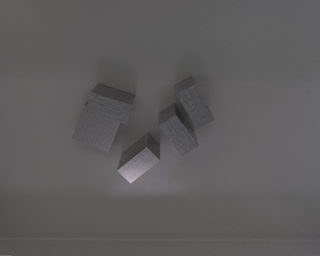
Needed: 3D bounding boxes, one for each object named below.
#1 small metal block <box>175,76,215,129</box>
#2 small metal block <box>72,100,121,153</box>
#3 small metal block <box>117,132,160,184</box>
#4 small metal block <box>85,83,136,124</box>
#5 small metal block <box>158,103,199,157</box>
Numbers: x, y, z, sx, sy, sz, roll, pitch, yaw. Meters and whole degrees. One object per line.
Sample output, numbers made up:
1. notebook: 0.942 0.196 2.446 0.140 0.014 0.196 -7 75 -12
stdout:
1. small metal block: 0.042 -0.033 0.386 0.025 0.050 0.050 -28 108 10
2. small metal block: -0.082 -0.002 0.410 0.050 0.025 0.050 22 109 -8
3. small metal block: -0.027 0.039 0.412 0.050 0.050 0.025 -39 106 13
4. small metal block: -0.060 -0.031 0.386 0.050 0.050 0.025 18 109 -7
5. small metal block: 0.023 0.001 0.398 0.025 0.050 0.050 -34 107 11
